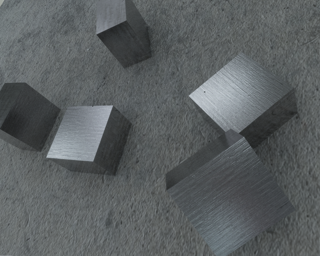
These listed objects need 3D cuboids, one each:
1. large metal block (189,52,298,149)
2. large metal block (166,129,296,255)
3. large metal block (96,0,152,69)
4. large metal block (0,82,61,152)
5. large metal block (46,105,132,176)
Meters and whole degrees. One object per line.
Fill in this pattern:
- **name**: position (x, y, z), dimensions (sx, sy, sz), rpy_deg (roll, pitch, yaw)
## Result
- **large metal block**: position (0.094, -0.027, 0.355), dimensions (0.080, 0.050, 0.080), rpy_deg (-40, 51, 1)
- **large metal block**: position (0.062, 0.059, 0.292), dimensions (0.080, 0.080, 0.050), rpy_deg (-36, 6, 4)
- **large metal block**: position (-0.057, -0.158, 0.495), dimensions (0.050, 0.080, 0.080), rpy_deg (-19, 54, 17)
- **large metal block**: position (-0.219, -0.016, 0.494), dimensions (0.050, 0.080, 0.080), rpy_deg (3, 64, 30)
- **large metal block**: position (-0.096, 0.017, 0.428), dimensions (0.080, 0.050, 0.080), rpy_deg (1, 62, 28)
